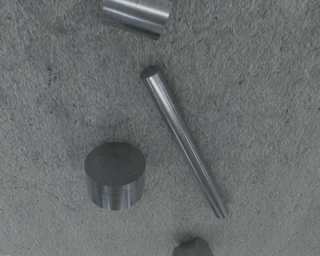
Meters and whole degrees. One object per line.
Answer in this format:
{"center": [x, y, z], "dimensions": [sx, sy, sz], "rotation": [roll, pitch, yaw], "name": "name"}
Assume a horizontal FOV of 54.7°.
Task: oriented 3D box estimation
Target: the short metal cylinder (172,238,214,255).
{"center": [0.067, 0.258, 0.592], "dimensions": [0.050, 0.080, 0.080], "rotation": [-29, 125, 22], "name": "short metal cylinder"}

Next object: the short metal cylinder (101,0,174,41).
{"center": [-0.016, -0.122, 0.267], "dimensions": [0.050, 0.080, 0.079], "rotation": [14, 129, -12], "name": "short metal cylinder"}

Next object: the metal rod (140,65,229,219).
{"center": [0.047, 0.040, 0.442], "dimensions": [0.025, 0.025, 0.299], "rotation": [-18, 128, 15], "name": "metal rod"}

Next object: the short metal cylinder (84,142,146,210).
{"center": [-0.061, 0.065, 0.426], "dimensions": [0.081, 0.080, 0.050], "rotation": [3, 130, -3], "name": "short metal cylinder"}
